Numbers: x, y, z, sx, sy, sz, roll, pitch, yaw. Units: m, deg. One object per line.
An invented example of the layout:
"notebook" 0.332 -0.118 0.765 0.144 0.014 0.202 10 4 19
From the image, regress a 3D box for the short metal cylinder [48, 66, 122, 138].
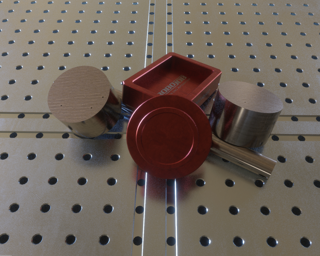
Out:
"short metal cylinder" -0.096 -0.033 0.403 0.080 0.050 0.080 -4 66 9

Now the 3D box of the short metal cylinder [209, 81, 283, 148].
"short metal cylinder" 0.106 -0.019 0.392 0.081 0.050 0.080 9 33 -6

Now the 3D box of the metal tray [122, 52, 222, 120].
"metal tray" 0.020 -0.060 0.436 0.090 0.030 0.131 26 41 20

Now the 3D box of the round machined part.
"round machined part" 0.010 0.010 0.353 0.099 0.042 0.097 0 92 5

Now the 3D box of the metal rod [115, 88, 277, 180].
"metal rod" 0.005 -0.010 0.416 0.301 0.025 0.025 25 55 20
